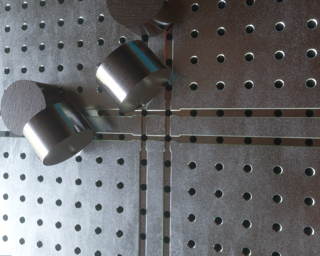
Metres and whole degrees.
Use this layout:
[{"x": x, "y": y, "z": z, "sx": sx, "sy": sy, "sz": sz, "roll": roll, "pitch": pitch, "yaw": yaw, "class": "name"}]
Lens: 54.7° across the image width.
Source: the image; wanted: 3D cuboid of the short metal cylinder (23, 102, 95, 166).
[{"x": -0.139, "y": 0.008, "z": 0.431, "sx": 0.080, "sy": 0.080, "sz": 0.050, "roll": -42, "pitch": 77, "yaw": 15, "class": "short metal cylinder"}]

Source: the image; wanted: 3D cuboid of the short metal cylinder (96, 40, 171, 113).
[{"x": -0.033, "y": -0.064, "z": 0.394, "sx": 0.080, "sy": 0.080, "sz": 0.050, "roll": -44, "pitch": 77, "yaw": 14, "class": "short metal cylinder"}]

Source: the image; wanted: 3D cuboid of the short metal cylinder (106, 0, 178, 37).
[{"x": -0.022, "y": -0.166, "z": 0.406, "sx": 0.080, "sy": 0.050, "sz": 0.079, "roll": 0, "pitch": 90, "yaw": 19, "class": "short metal cylinder"}]

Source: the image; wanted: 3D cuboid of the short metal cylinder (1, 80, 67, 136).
[{"x": -0.187, "y": -0.029, "z": 0.463, "sx": 0.080, "sy": 0.050, "sz": 0.079, "roll": 0, "pitch": 90, "yaw": 19, "class": "short metal cylinder"}]
